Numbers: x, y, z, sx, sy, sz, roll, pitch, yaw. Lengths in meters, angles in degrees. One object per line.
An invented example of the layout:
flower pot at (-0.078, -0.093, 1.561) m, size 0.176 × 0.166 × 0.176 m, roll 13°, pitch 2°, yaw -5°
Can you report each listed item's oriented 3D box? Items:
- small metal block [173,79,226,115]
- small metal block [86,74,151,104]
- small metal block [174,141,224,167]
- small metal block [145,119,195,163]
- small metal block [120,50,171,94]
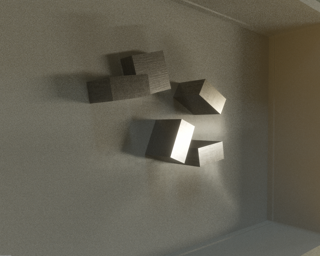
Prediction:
small metal block at (0.056, -0.042, 0.440) m, size 0.050 × 0.050 × 0.025 m, roll 36°, pitch 68°, yaw -35°
small metal block at (-0.047, -0.044, 0.352) m, size 0.050 × 0.050 × 0.025 m, roll -13°, pitch 99°, yaw -40°
small metal block at (0.054, 0.035, 0.438) m, size 0.050 × 0.050 × 0.025 m, roll -11°, pitch 98°, yaw -40°
small metal block at (0.012, 0.016, 0.403) m, size 0.025 × 0.050 × 0.050 m, roll 28°, pitch 73°, yaw -37°
small metal block at (-0.017, -0.068, 0.394) m, size 0.050 × 0.025 × 0.050 m, roll -21°, pitch 104°, yaw -38°
